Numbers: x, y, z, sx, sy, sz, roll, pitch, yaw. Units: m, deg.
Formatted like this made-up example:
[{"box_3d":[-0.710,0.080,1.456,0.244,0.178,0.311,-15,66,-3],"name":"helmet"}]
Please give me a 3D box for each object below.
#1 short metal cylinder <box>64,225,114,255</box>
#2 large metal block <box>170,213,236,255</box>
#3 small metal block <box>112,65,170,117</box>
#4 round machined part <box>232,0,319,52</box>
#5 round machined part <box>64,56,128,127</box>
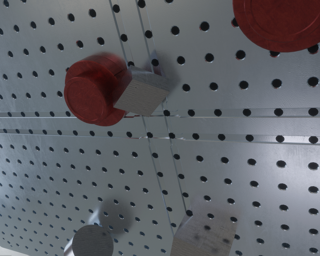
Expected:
[{"box_3d":[-0.136,0.233,0.592,0.080,0.080,0.050,40,129,1],"name":"short metal cylinder"},{"box_3d":[0.063,0.191,0.480,0.080,0.050,0.079,19,126,17],"name":"large metal block"},{"box_3d":[-0.024,-0.044,0.380,0.050,0.025,0.050,15,135,-29],"name":"small metal block"},{"box_3d":[0.112,-0.114,0.271,0.098,0.042,0.097,13,124,21],"name":"round machined part"},{"box_3d":[-0.090,-0.044,0.420,0.098,0.042,0.097,13,124,21],"name":"round machined part"}]
